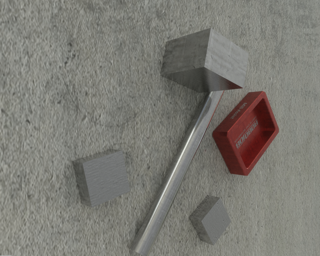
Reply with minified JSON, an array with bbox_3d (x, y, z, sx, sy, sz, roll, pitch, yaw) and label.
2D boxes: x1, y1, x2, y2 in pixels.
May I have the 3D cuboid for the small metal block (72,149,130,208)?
[{"bbox_3d":[-0.066,0.055,0.351,0.050,0.025,0.050,-17,101,-39],"label":"small metal block"}]

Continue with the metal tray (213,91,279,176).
[{"bbox_3d":[0.151,0.007,0.531,0.131,0.030,0.090,-43,116,-32],"label":"metal tray"}]

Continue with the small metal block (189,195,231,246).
[{"bbox_3d":[0.077,0.140,0.472,0.050,0.025,0.050,-41,115,-33],"label":"small metal block"}]

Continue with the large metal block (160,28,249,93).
[{"bbox_3d":[0.060,-0.087,0.422,0.081,0.080,0.050,17,79,-39],"label":"large metal block"}]

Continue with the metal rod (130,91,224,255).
[{"bbox_3d":[0.039,0.032,0.439,0.025,0.025,0.300,42,64,-32],"label":"metal rod"}]
